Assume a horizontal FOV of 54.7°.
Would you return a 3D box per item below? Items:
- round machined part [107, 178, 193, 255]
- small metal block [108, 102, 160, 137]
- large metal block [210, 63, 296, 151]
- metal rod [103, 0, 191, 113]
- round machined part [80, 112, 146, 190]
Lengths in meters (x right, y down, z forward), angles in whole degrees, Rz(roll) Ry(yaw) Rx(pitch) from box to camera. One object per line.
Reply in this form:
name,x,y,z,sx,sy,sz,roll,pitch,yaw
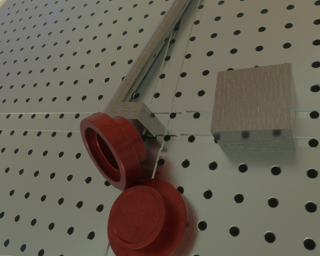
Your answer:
round machined part,-0.017,0.102,0.344,0.098,0.042,0.098,-13,56,21
small metal block,-0.035,-0.011,0.418,0.050,0.050,0.025,3,63,30
large metal block,0.107,-0.021,0.349,0.080,0.050,0.080,-2,61,27
metal rod,-0.006,-0.137,0.495,0.025,0.025,0.300,18,71,35
round machined part,-0.054,0.024,0.384,0.042,0.097,0.098,-31,45,-29
